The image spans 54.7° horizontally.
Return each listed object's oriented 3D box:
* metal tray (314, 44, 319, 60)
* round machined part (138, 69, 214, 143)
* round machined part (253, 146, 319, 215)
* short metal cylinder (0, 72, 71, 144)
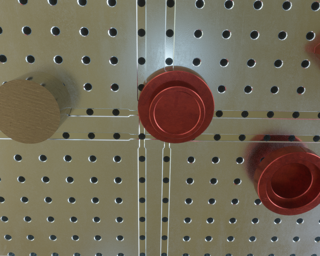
[{"bbox_3d":[0.271,-0.107,0.375,0.130,0.030,0.090,-43,105,14],"label":"metal tray"},{"bbox_3d":[0.021,-0.025,0.396,0.099,0.042,0.097,0,110,-1],"label":"round machined part"},{"bbox_3d":[0.180,0.069,0.432,0.099,0.042,0.097,0,110,-1],"label":"round machined part"},{"bbox_3d":[-0.158,-0.027,0.388,0.081,0.050,0.079,0,110,-1],"label":"short metal cylinder"}]
